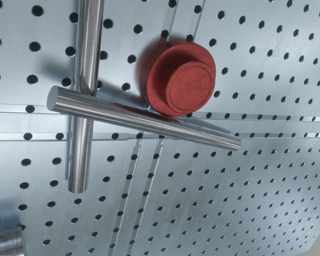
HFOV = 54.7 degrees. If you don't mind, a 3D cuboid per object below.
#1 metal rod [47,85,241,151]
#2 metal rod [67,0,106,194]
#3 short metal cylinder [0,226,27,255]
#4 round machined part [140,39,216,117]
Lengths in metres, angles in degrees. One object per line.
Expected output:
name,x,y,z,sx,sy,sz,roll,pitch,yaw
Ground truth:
metal rod,0.008,-0.002,0.396,0.302,0.025,0.025,14,112,-41
metal rod,-0.080,-0.054,0.335,0.025,0.025,0.298,-3,120,-27
short metal cylinder,-0.189,0.166,0.376,0.050,0.080,0.079,-10,123,-24
round machined part,0.029,-0.056,0.383,0.099,0.042,0.097,-14,125,-21
